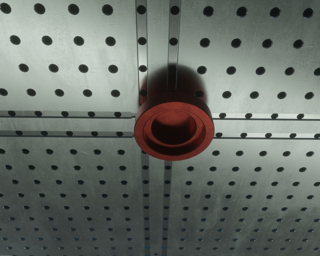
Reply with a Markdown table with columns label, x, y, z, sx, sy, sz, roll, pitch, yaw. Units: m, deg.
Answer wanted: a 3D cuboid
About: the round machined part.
| label | x | y | z | sx | sy | sz | roll | pitch | yaw |
| --- | --- | --- | --- | --- | --- | --- | --- | --- | --- |
| round machined part | 0.017 | -0.006 | 0.395 | 0.099 | 0.042 | 0.097 | 0 | 130 | 0 |
